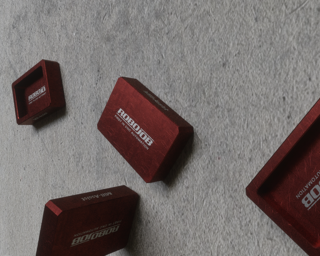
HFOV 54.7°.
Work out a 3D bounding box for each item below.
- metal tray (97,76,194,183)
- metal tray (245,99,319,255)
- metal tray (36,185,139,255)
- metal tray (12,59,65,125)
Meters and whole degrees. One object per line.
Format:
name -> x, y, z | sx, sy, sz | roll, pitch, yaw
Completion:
metal tray -> -0.026, 0.000, 0.423 | 0.130, 0.030, 0.089 | 43, 116, 31
metal tray -> 0.151, 0.041, 0.276 | 0.090, 0.030, 0.129 | 45, 117, 30
metal tray -> -0.092, 0.132, 0.413 | 0.030, 0.131, 0.089 | 23, 105, 38
metal tray -> -0.237, -0.065, 0.597 | 0.130, 0.030, 0.090 | -20, 77, 38
